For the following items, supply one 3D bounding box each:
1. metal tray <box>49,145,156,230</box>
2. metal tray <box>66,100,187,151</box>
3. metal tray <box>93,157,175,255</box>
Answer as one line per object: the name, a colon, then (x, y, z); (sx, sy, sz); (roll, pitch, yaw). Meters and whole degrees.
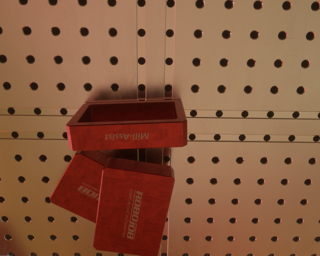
metal tray: (-0.077, 0.093, 0.444); (0.131, 0.030, 0.090); (29, 107, -11)
metal tray: (-0.036, -0.006, 0.375); (0.131, 0.090, 0.030); (-2, 110, 0)
metal tray: (-0.036, 0.109, 0.418); (0.091, 0.030, 0.129); (9, 110, -4)
